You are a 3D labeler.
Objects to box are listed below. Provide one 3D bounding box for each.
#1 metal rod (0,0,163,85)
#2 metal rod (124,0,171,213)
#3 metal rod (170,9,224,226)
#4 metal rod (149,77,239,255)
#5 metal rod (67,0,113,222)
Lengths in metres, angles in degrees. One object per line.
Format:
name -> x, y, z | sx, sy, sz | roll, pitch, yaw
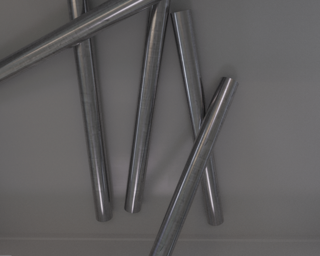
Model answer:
metal rod -> -0.137, -0.089, 0.356 | 0.300, 0.025, 0.025 | -22, 109, 16
metal rod -> -0.019, -0.021, 0.403 | 0.025, 0.025, 0.298 | 7, 110, -3
metal rod -> 0.054, 0.001, 0.411 | 0.025, 0.025, 0.298 | -11, 110, 4
metal rod -> 0.031, 0.078, 0.377 | 0.025, 0.025, 0.299 | 23, 84, -8
metal rod -> -0.088, -0.008, 0.407 | 0.025, 0.025, 0.298 | -2, 110, 1
